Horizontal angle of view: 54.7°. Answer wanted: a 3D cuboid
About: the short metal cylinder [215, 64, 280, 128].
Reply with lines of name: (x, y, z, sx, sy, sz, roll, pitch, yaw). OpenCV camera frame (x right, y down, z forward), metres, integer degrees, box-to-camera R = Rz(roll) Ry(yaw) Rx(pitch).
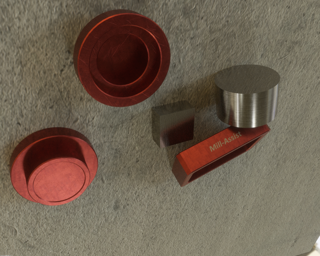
short metal cylinder: (0.114, -0.044, 0.409, 0.081, 0.080, 0.050, -22, 127, -16)

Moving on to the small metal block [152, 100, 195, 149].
small metal block: (0.018, -0.006, 0.415, 0.050, 0.025, 0.050, -14, 125, -21)

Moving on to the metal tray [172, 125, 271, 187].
metal tray: (0.083, 0.033, 0.442, 0.131, 0.030, 0.090, -26, 162, -12)

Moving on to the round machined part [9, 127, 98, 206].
round machined part: (-0.121, 0.051, 0.363, 0.099, 0.042, 0.097, -14, 125, -21)

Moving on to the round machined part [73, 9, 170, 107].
round machined part: (-0.042, -0.075, 0.328, 0.099, 0.042, 0.097, -14, 125, -21)
